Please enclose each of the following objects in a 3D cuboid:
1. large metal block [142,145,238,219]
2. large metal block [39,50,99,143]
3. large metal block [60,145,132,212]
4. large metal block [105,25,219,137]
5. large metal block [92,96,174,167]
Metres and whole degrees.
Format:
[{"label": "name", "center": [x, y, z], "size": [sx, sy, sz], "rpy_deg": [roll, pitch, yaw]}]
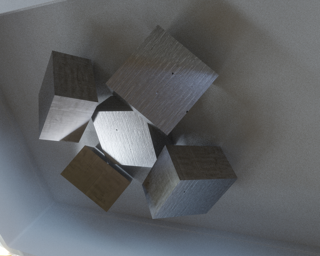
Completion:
[{"label": "large metal block", "center": [0.034, 0.067, 0.386], "size": [0.081, 0.050, 0.079], "rpy_deg": [3, 134, -28]}, {"label": "large metal block", "center": [-0.122, -0.039, 0.401], "size": [0.050, 0.080, 0.080], "rpy_deg": [8, 136, -30]}, {"label": "large metal block", "center": [-0.088, 0.072, 0.455], "size": [0.080, 0.050, 0.080], "rpy_deg": [39, 173, 1]}, {"label": "large metal block", "center": [0.002, -0.047, 0.334], "size": [0.080, 0.050, 0.080], "rpy_deg": [40, 86, 1]}, {"label": "large metal block", "center": [-0.035, 0.003, 0.409], "size": [0.080, 0.050, 0.080], "rpy_deg": [1, 119, 28]}]
